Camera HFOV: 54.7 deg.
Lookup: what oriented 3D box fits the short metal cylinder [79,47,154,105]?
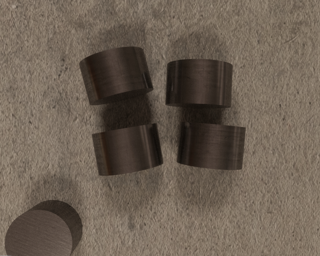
[{"bbox_3d":[-0.053,-0.062,0.382,0.080,0.080,0.050,-14,90,0],"label":"short metal cylinder"}]

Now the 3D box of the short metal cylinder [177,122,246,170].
[{"bbox_3d":[0.063,0.021,0.383,0.081,0.080,0.050,5,90,-1],"label":"short metal cylinder"}]

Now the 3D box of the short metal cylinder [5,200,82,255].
[{"bbox_3d":[-0.146,0.138,0.396,0.081,0.050,0.079,0,90,-1],"label":"short metal cylinder"}]

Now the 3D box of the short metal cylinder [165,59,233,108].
[{"bbox_3d":[0.048,-0.052,0.383,0.081,0.080,0.050,3,90,-1],"label":"short metal cylinder"}]

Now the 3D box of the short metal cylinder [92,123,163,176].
[{"bbox_3d":[-0.039,0.025,0.382,0.080,0.080,0.050,-10,90,0],"label":"short metal cylinder"}]
